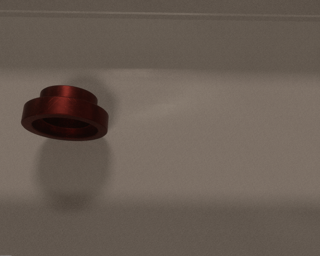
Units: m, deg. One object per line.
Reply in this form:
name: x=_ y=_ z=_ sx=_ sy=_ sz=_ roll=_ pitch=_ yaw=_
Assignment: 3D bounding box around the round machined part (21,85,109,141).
round machined part: x=-0.112 y=-0.018 z=0.376 sx=0.099 sy=0.098 sz=0.042 roll=1 pitch=70 yaw=0
